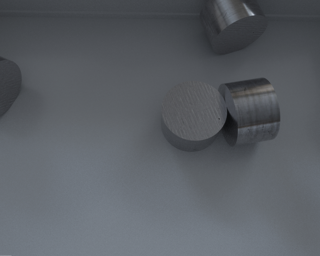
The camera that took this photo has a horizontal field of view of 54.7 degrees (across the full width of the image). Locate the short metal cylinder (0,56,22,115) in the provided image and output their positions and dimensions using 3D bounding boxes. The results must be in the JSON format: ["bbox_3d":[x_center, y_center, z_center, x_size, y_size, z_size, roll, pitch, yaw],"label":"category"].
[{"bbox_3d":[-0.228,-0.059,0.399,0.050,0.080,0.080,24,72,8],"label":"short metal cylinder"}]

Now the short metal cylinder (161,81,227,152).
[{"bbox_3d":[0.042,-0.014,0.402,0.081,0.050,0.080,0,70,0],"label":"short metal cylinder"}]

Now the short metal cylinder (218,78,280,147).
[{"bbox_3d":[0.108,-0.020,0.389,0.050,0.080,0.080,-10,71,-4],"label":"short metal cylinder"}]

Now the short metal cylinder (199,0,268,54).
[{"bbox_3d":[0.103,-0.150,0.436,0.081,0.080,0.050,-18,71,-7],"label":"short metal cylinder"}]
